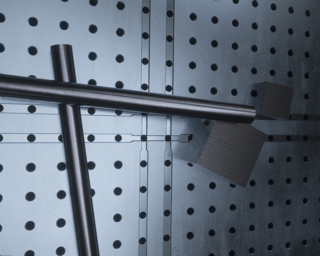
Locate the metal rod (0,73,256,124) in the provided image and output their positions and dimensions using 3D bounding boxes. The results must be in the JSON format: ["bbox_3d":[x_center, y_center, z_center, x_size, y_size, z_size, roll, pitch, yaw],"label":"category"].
[{"bbox_3d":[-0.031,-0.032,0.363,0.302,0.025,0.025,6,88,-13],"label":"metal rod"}]

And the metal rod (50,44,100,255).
[{"bbox_3d":[-0.100,0.051,0.375,0.025,0.025,0.298,-8,93,-20],"label":"metal rod"}]

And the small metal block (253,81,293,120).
[{"bbox_3d":[0.173,-0.041,0.476,0.050,0.025,0.050,9,87,-20],"label":"small metal block"}]

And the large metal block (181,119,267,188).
[{"bbox_3d":[0.089,0.027,0.432,0.080,0.050,0.080,28,81,-18],"label":"large metal block"}]
